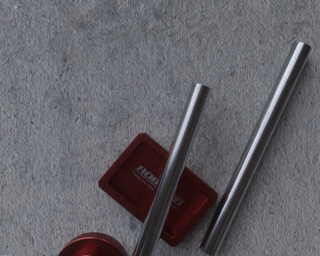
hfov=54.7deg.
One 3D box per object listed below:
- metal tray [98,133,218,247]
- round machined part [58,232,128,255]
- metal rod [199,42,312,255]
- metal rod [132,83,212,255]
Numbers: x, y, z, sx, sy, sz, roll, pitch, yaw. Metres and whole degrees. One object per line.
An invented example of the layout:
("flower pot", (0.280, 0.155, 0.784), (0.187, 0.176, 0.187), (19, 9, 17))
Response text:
("metal tray", (-0.002, 0.079, 0.407), (0.130, 0.030, 0.090), (40, 90, 0))
("round machined part", (-0.090, 0.190, 0.401), (0.099, 0.042, 0.097), (0, 90, 0))
("metal rod", (0.126, 0.028, 0.411), (0.025, 0.025, 0.299), (25, 90, 0))
("metal rod", (0.002, 0.090, 0.379), (0.025, 0.025, 0.299), (19, 90, 0))
